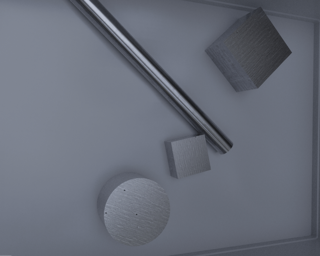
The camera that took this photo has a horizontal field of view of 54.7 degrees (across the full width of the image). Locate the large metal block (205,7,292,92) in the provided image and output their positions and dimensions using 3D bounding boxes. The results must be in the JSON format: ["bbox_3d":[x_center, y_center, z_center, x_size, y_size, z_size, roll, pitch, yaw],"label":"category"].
[{"bbox_3d":[0.127,-0.110,0.446,0.080,0.050,0.080,-45,104,-15],"label":"large metal block"}]

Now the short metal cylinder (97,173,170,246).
[{"bbox_3d":[-0.034,0.098,0.386,0.081,0.050,0.079,0,90,-21],"label":"short metal cylinder"}]

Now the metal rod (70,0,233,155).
[{"bbox_3d":[-0.008,-0.073,0.408,0.300,0.025,0.025,44,76,-15],"label":"metal rod"}]

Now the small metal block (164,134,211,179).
[{"bbox_3d":[0.038,0.038,0.426,0.050,0.025,0.050,-12,94,-20],"label":"small metal block"}]
